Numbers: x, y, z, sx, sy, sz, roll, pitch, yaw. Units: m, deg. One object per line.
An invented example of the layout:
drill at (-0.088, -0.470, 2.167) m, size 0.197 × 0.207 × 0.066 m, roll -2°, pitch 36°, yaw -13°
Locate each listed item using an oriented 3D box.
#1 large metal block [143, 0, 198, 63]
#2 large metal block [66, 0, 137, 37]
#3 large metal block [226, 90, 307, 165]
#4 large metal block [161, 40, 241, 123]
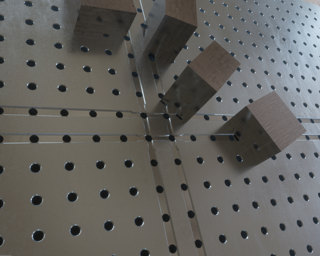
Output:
large metal block at (0.014, -0.163, 0.479) m, size 0.050 × 0.080 × 0.080 m, roll 14°, pitch 56°, yaw -20°
large metal block at (-0.089, -0.185, 0.457) m, size 0.081 × 0.050 × 0.080 m, roll -4°, pitch 64°, yaw -30°
large metal block at (0.165, -0.002, 0.481) m, size 0.081 × 0.050 × 0.080 m, roll -26°, pitch 76°, yaw -37°
large metal block at (0.058, -0.066, 0.444) m, size 0.050 × 0.080 × 0.080 m, roll 42°, pitch 51°, yaw 1°
